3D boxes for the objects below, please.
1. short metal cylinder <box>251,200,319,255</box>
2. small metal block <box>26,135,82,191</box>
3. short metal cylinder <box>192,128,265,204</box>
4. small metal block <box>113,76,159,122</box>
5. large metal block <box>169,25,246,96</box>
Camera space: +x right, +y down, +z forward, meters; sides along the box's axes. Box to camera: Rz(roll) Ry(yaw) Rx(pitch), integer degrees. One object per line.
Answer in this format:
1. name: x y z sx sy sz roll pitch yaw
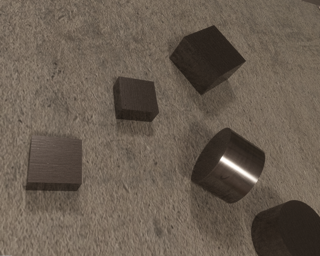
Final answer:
1. short metal cylinder: 0.165 0.138 0.395 0.081 0.050 0.080 14 56 -21
2. small metal block: -0.110 0.038 0.323 0.050 0.025 0.050 7 59 -25
3. short metal cylinder: 0.084 0.046 0.387 0.050 0.080 0.080 34 51 -7
4. small metal block: -0.033 -0.038 0.411 0.050 0.025 0.050 5 60 -26
5. large metal block: 0.077 -0.110 0.499 0.081 0.050 0.080 -33 80 -38
